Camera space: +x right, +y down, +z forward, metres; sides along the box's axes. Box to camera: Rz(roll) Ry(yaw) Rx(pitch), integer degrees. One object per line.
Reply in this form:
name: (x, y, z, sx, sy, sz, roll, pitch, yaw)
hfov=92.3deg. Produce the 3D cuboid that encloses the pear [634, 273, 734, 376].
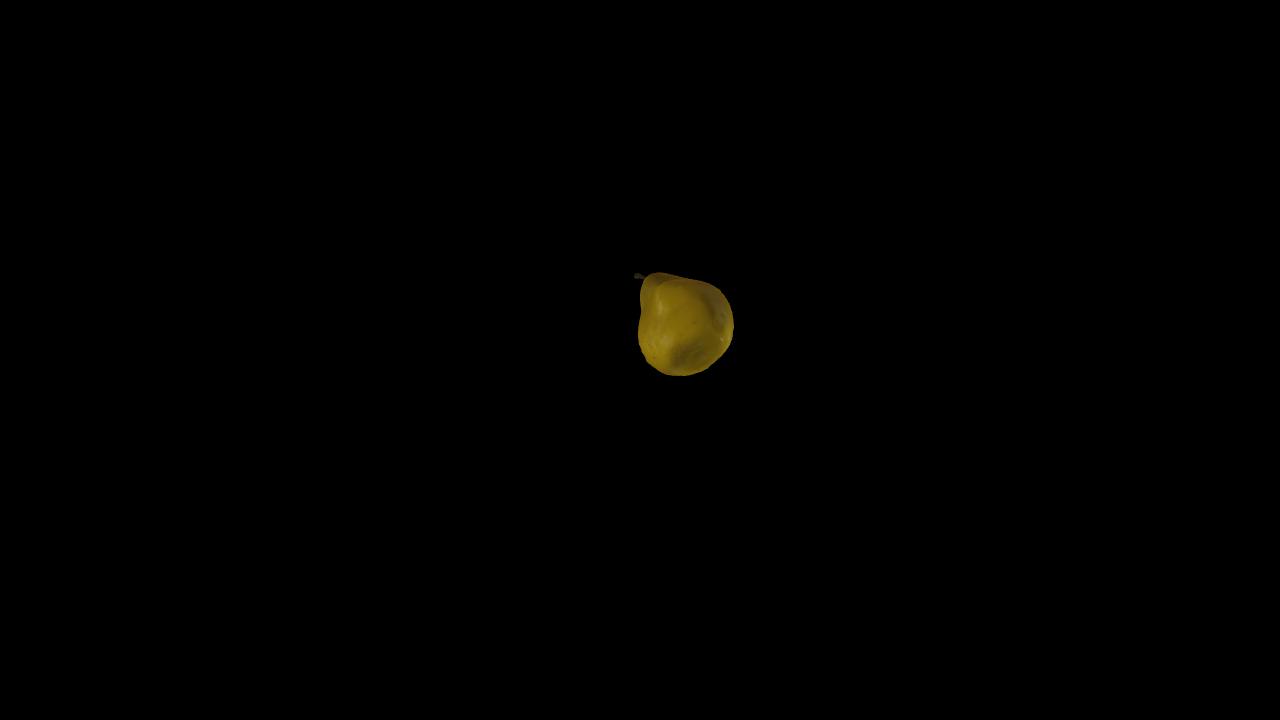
pear: (0.029, -0.043, 0.502, 0.080, 0.111, 0.080, -15, -34, -10)
